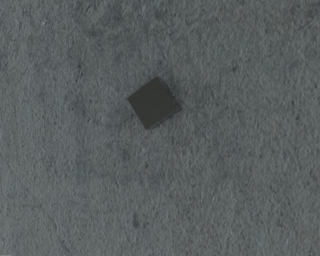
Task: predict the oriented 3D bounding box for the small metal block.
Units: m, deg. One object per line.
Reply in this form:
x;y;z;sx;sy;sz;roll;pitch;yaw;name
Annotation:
-0.007;-0.032;0.412;0.050;0.025;0.050;-34;79;16;small metal block
